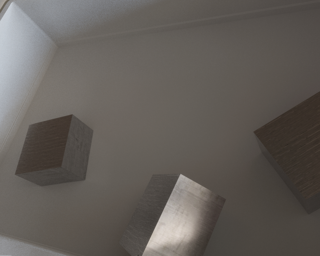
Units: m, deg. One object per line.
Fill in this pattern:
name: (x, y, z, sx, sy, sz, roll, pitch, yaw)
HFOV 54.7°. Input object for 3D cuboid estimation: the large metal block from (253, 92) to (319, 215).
large metal block: (0.151, 0.022, 0.297, 0.080, 0.050, 0.080, -33, 52, 7)

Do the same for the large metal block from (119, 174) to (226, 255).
large metal block: (0.009, 0.092, 0.302, 0.080, 0.050, 0.080, -63, 13, -17)

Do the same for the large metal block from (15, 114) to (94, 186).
large metal block: (-0.150, 0.034, 0.448, 0.080, 0.050, 0.080, -11, 57, 22)
